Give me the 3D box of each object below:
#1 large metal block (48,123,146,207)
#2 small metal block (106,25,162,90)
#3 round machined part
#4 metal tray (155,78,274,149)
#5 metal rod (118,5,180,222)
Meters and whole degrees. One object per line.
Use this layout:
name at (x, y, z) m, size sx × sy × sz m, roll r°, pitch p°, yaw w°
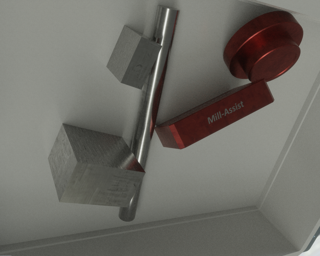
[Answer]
large metal block at (-0.076, 0.043, 0.360) m, size 0.081 × 0.080 × 0.050 m, roll 15°, pitch 110°, yaw -35°
small metal block at (-0.029, -0.076, 0.331) m, size 0.025 × 0.050 × 0.050 m, roll 15°, pitch 110°, yaw -35°
round machined part at (0.134, -0.093, 0.390) m, size 0.099 × 0.042 × 0.098 m, roll -17°, pitch 152°, yaw -9°
metal tray at (0.064, -0.017, 0.392) m, size 0.131 × 0.090 × 0.030 m, roll -26°, pitch 94°, yaw -12°
metal rod at (-0.020, 0.001, 0.399) m, size 0.025 × 0.025 × 0.298 m, roll -2°, pitch 120°, yaw -28°
